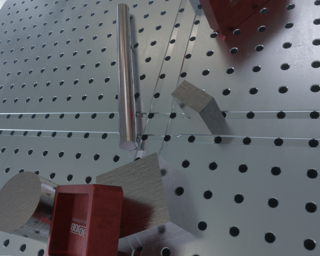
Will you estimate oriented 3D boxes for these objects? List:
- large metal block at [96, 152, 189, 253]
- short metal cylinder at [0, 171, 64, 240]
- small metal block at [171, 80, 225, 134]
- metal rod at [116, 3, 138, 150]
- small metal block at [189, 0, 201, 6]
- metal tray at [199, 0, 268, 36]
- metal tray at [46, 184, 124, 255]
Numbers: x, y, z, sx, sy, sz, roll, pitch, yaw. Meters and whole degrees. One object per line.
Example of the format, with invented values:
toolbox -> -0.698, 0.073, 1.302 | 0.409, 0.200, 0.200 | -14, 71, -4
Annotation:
large metal block -> -0.022, 0.085, 0.351 | 0.080, 0.050, 0.080 | -23, 53, 14
short metal cylinder -> -0.175, 0.105, 0.420 | 0.080, 0.050, 0.080 | -13, 56, 21
small metal block -> 0.047, -0.026, 0.383 | 0.025, 0.050, 0.050 | -47, 51, -4
metal rod -> -0.056, -0.100, 0.498 | 0.025, 0.025, 0.299 | -19, 54, 17
small metal block -> 0.079, -0.226, 0.506 | 0.050, 0.025, 0.050 | 34, 81, 38
metal tray -> 0.117, -0.203, 0.429 | 0.130, 0.090, 0.030 | -40, 51, 1
metal tray -> -0.085, 0.107, 0.332 | 0.130, 0.030, 0.090 | -16, 65, 55
